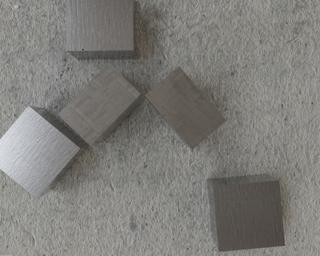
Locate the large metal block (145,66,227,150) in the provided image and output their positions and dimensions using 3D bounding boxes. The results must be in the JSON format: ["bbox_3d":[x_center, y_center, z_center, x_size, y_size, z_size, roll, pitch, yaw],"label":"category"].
[{"bbox_3d":[0.029,-0.023,0.383,0.050,0.080,0.080,-41,90,0],"label":"large metal block"}]

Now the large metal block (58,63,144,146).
[{"bbox_3d":[-0.067,-0.027,0.382,0.050,0.080,0.080,44,90,0],"label":"large metal block"}]

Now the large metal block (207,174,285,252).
[{"bbox_3d":[0.107,0.106,0.398,0.081,0.050,0.080,-5,90,0],"label":"large metal block"}]

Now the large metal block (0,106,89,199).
[{"bbox_3d":[-0.152,0.029,0.396,0.080,0.050,0.080,40,90,0],"label":"large metal block"}]

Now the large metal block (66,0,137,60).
[{"bbox_3d":[-0.072,-0.133,0.397,0.081,0.050,0.079,-1,90,0],"label":"large metal block"}]
